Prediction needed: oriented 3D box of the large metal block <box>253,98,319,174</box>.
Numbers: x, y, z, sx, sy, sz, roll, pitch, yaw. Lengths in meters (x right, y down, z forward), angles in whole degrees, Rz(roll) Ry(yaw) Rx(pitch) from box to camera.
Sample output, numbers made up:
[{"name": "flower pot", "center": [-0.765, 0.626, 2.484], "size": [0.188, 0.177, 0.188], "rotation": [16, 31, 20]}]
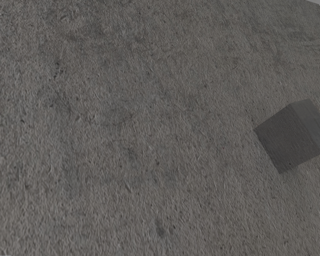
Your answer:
[{"name": "large metal block", "center": [0.204, 0.013, 0.470], "size": [0.050, 0.080, 0.080], "rotation": [-14, 69, -34]}]
